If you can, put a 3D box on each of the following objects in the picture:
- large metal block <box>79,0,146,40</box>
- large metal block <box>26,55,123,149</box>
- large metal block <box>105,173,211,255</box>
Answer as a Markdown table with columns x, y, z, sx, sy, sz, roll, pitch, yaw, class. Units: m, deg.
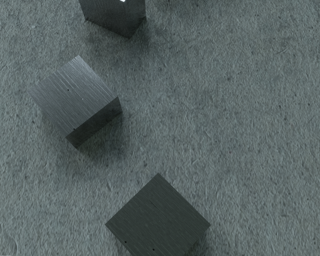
| x | y | z | sx | sy | sz | roll | pitch | yaw | class |
| --- | --- | --- | --- | --- | --- | --- | --- | --- | --- |
| -0.069 | -0.186 | 0.446 | 0.080 | 0.080 | 0.050 | 27 | 72 | 9 | large metal block |
| -0.109 | -0.034 | 0.406 | 0.080 | 0.050 | 0.080 | -40 | 75 | -13 | large metal block |
| -0.002 | 0.112 | 0.354 | 0.080 | 0.050 | 0.080 | -43 | 76 | -14 | large metal block |
